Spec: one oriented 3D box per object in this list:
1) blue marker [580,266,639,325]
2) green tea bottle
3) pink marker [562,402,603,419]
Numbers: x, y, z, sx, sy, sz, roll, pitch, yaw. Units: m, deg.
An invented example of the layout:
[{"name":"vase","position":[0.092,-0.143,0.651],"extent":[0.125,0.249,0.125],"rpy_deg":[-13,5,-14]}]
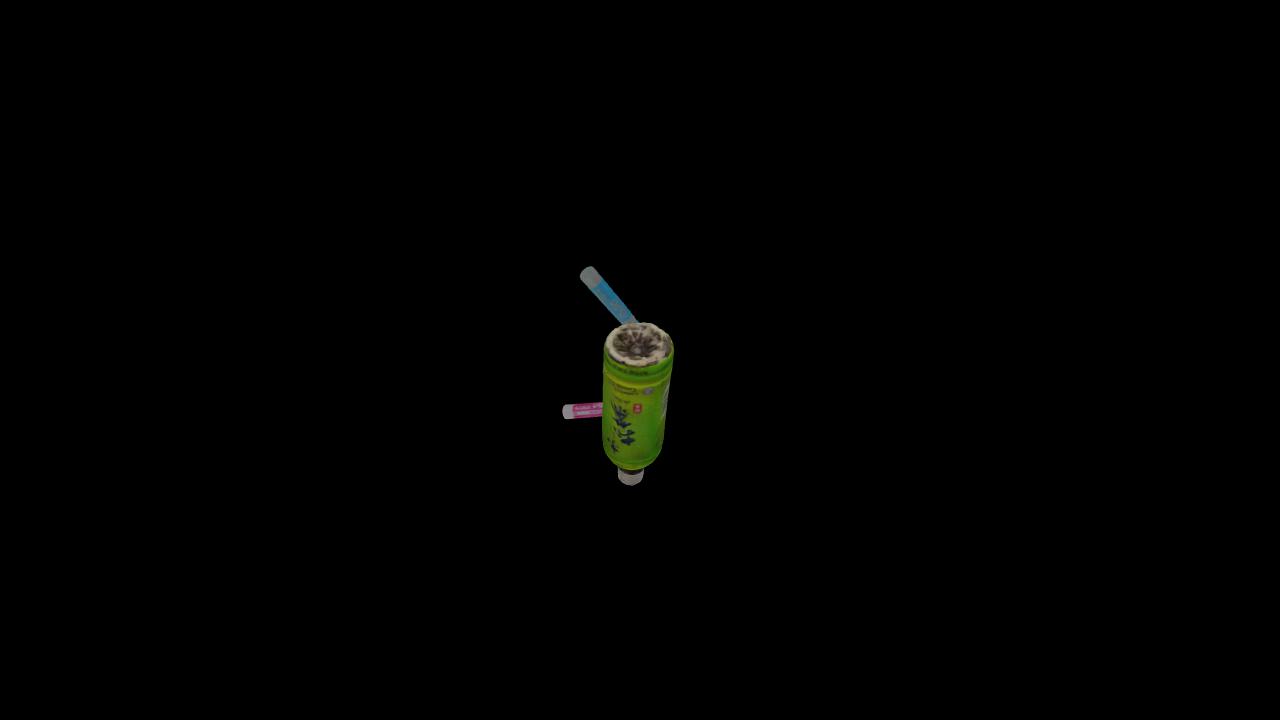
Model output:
[{"name":"blue marker","position":[-0.026,-0.060,0.692],"extent":[0.020,0.020,0.121],"rpy_deg":[0,-33,36]},{"name":"green tea bottle","position":[-0.005,0.060,0.659],"extent":[0.073,0.212,0.073],"rpy_deg":[1,41,-1]},{"name":"pink marker","position":[-0.039,0.060,0.762],"extent":[0.121,0.020,0.020],"rpy_deg":[-6,-2,22]}]
